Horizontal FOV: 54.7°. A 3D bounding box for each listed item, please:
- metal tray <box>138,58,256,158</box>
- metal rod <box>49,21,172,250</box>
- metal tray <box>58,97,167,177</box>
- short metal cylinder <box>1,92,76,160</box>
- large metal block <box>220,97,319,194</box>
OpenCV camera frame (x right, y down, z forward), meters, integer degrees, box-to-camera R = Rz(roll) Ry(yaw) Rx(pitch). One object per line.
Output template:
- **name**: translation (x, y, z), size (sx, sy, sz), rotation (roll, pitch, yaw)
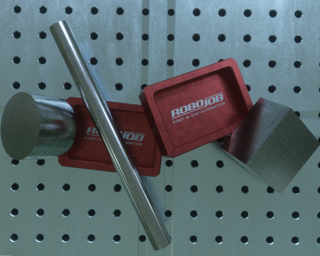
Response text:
- **metal tray**: translation (0.050, -0.026, 0.392), size (0.131, 0.030, 0.090), rotation (-21, 90, -17)
- **metal rod**: translation (-0.061, 0.009, 0.383), size (0.025, 0.025, 0.299), rotation (-25, 90, 0)
- **metal tray**: translation (-0.060, 0.011, 0.410), size (0.131, 0.030, 0.089), rotation (7, 90, 0)
- **short metal cylinder**: translation (-0.150, -0.001, 0.381), size (0.080, 0.050, 0.080), rotation (-3, 85, 34)
- **large metal block**: translation (0.137, 0.022, 0.384), size (0.080, 0.050, 0.080), rotation (38, 90, -31)
